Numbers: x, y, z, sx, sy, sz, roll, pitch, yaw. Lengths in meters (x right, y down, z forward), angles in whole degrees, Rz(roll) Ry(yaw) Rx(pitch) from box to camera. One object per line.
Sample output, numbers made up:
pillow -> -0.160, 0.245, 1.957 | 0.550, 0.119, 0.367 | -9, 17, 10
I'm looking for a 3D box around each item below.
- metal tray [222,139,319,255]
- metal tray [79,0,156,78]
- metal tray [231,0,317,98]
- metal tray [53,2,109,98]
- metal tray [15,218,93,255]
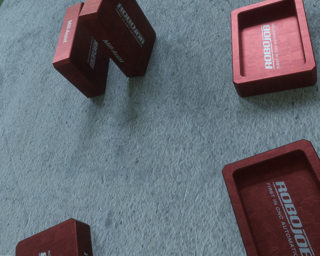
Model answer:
metal tray -> 0.119, 0.083, 0.286 | 0.090, 0.030, 0.130 | -21, 54, 15
metal tray -> -0.055, -0.148, 0.456 | 0.030, 0.130, 0.090 | -1, 62, 28
metal tray -> 0.139, -0.106, 0.392 | 0.090, 0.030, 0.130 | -8, 58, 23
metal tray -> -0.120, -0.125, 0.502 | 0.030, 0.090, 0.130 | -13, 56, 21
metal tray -> -0.120, 0.182, 0.352 | 0.090, 0.030, 0.130 | -26, 53, 12
